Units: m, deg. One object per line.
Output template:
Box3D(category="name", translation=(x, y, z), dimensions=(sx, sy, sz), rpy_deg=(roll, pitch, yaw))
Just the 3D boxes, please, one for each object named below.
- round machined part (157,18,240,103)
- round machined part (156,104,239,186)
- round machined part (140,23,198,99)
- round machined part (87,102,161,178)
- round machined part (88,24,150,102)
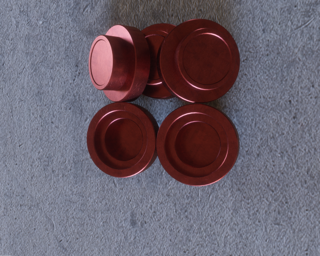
Box3D(category="round machined part", translation=(0.048, -0.078, 0.360), dimensions=(0.099, 0.042, 0.097), rpy_deg=(-1, 96, -12))
Box3D(category="round machined part", translation=(0.048, 0.020, 0.383), dimensions=(0.098, 0.042, 0.097), rpy_deg=(0, 90, 19))
Box3D(category="round machined part", translation=(-0.002, -0.087, 0.400), dimensions=(0.098, 0.042, 0.097), rpy_deg=(0, 90, 19))
Box3D(category="round machined part", translation=(-0.045, 0.015, 0.416), dimensions=(0.098, 0.042, 0.097), rpy_deg=(0, 90, 19))
Box3D(category="round machined part", translation=(-0.058, -0.082, 0.395), dimensions=(0.098, 0.042, 0.097), rpy_deg=(7, 99, 52))
